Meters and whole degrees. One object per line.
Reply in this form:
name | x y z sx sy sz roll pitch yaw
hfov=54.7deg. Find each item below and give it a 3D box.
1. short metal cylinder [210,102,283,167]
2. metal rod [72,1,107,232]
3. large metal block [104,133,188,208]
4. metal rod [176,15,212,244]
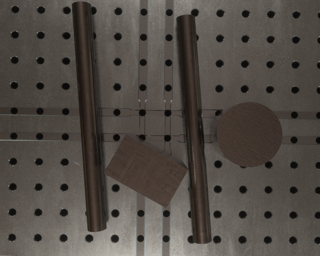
short metal cylinder | 0.109 0.008 0.402 0.081 0.050 0.079 0 90 -1
metal rod | -0.094 -0.014 0.412 0.025 0.025 0.298 -4 90 -1
large metal block | -0.016 0.048 0.386 0.080 0.080 0.050 29 90 -1
metal rod | 0.045 0.002 0.413 0.025 0.025 0.298 -4 90 -1
